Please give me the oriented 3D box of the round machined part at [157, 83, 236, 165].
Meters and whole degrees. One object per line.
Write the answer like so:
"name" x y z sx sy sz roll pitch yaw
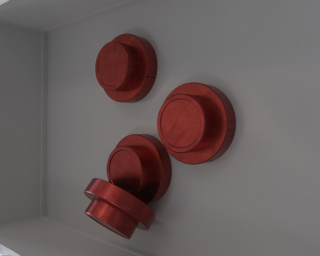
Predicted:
"round machined part" 0.035 -0.005 0.367 0.098 0.042 0.097 0 90 40

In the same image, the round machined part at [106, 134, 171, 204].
"round machined part" -0.035 0.057 0.425 0.098 0.042 0.097 0 90 40

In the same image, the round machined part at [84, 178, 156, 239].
"round machined part" -0.058 0.110 0.405 0.098 0.098 0.042 9 58 39

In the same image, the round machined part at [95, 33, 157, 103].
"round machined part" -0.054 -0.085 0.441 0.098 0.042 0.097 0 90 40
